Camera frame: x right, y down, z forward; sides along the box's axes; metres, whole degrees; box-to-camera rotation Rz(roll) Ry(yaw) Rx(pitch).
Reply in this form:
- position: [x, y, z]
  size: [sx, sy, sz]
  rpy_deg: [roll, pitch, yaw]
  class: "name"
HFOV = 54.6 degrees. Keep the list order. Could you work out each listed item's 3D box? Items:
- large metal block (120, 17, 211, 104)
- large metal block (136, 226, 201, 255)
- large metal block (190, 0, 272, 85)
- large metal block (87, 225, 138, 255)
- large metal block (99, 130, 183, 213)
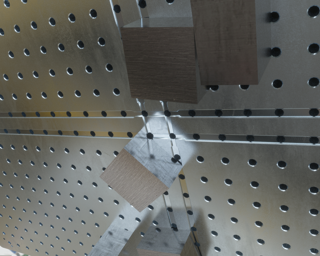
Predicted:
- position: [0.010, -0.076, 0.343]
  size: [0.080, 0.050, 0.080]
  rpy_deg: [8, 122, 24]
  class: "large metal block"
- position: [0.018, 0.216, 0.519]
  size: [0.080, 0.050, 0.080]
  rpy_deg: [-5, 116, 30]
  class: "large metal block"
- position: [0.069, -0.091, 0.283]
  size: [0.050, 0.080, 0.080]
  rpy_deg: [3, 120, 27]
  class: "large metal block"
- position: [-0.085, 0.242, 0.571]
  size: [0.050, 0.080, 0.080]
  rpy_deg: [9, 122, 24]
  class: "large metal block"
- position: [-0.028, 0.063, 0.450]
  size: [0.080, 0.050, 0.080]
  rpy_deg: [42, 129, -1]
  class: "large metal block"
